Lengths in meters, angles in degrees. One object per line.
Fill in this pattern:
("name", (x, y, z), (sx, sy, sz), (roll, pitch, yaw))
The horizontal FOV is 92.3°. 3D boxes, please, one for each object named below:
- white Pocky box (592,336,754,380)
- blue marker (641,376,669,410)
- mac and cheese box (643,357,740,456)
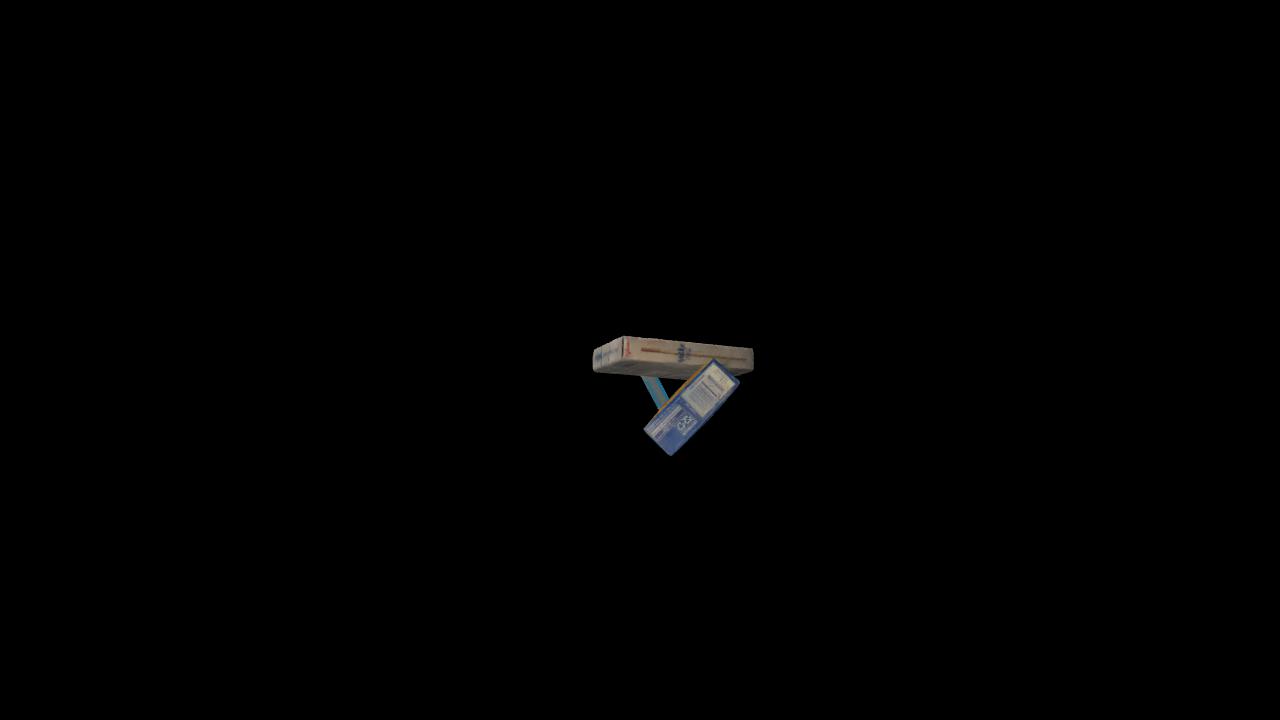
("white Pocky box", (0.035, 0.001, 0.656), (0.154, 0.028, 0.084), (5, -11, -24))
("blue marker", (0.015, 0.027, 0.728), (0.020, 0.020, 0.121), (0, -31, 19))
("mac and cheese box", (0.051, 0.048, 0.633), (0.041, 0.093, 0.184), (42, -1, 5))
